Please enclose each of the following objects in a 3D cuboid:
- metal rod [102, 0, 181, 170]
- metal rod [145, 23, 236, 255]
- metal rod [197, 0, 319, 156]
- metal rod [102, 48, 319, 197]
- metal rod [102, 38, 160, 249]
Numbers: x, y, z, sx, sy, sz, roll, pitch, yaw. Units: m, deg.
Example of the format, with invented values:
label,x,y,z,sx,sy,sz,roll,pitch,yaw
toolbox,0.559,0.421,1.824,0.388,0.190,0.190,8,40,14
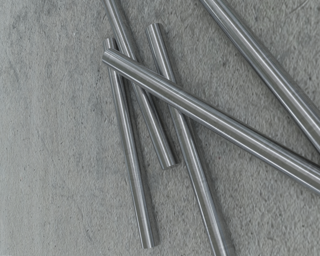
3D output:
label,x,y,z,sx,sy,sz,roll,pitch,yaw
metal rod,-0.035,-0.085,0.434,0.025,0.025,0.299,-32,70,35
metal rod,0.033,0.008,0.377,0.025,0.025,0.299,-26,74,37
metal rod,0.094,-0.086,0.326,0.025,0.025,0.299,-44,64,31
metal rod,0.045,-0.019,0.343,0.300,0.025,0.025,34,111,26
metal rod,-0.043,0.014,0.440,0.025,0.025,0.299,-20,77,38
